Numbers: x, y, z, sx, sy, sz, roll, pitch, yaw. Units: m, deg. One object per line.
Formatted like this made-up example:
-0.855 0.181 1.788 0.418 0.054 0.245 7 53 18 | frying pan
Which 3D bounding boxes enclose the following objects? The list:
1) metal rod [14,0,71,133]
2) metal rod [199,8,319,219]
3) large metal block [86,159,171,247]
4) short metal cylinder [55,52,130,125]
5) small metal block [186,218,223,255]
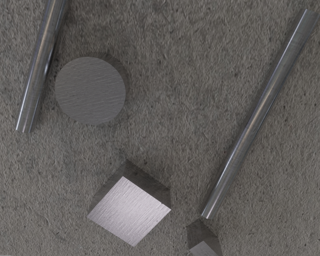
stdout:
-0.123 -0.130 0.360 0.025 0.025 0.298 21 109 -8 | metal rod
0.122 -0.004 0.409 0.025 0.025 0.298 20 109 -7 | metal rod
-0.042 0.105 0.435 0.080 0.050 0.080 38 106 -13 | large metal block
-0.080 -0.050 0.377 0.081 0.050 0.079 0 110 0 | short metal cylinder
0.066 0.172 0.461 0.025 0.050 0.050 -39 106 13 | small metal block
